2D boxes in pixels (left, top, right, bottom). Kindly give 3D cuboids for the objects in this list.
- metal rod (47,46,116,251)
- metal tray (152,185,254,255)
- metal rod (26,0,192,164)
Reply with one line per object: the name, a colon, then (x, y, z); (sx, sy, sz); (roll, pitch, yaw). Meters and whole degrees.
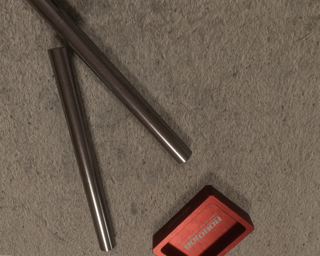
metal rod: (-0.101, 0.042, 0.423); (0.025, 0.025, 0.298); (-8, 110, 2)
metal tray: (0.062, 0.158, 0.466); (0.090, 0.030, 0.130); (39, 105, -14)
metal rod: (-0.063, -0.067, 0.384); (0.025, 0.025, 0.300); (-39, 106, 13)
